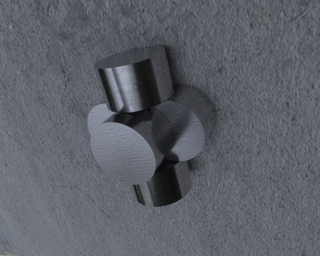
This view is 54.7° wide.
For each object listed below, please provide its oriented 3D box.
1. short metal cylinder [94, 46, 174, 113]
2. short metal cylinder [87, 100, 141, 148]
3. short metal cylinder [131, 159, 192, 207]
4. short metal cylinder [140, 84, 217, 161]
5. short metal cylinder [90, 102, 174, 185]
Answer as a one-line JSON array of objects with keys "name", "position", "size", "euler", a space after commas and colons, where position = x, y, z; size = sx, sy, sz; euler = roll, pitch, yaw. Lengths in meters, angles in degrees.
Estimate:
[{"name": "short metal cylinder", "position": [-0.028, -0.057, 0.351], "size": [0.080, 0.080, 0.050], "euler": [0, 118, 28]}, {"name": "short metal cylinder", "position": [-0.048, -0.007, 0.411], "size": [0.080, 0.050, 0.079], "euler": [13, 124, 20]}, {"name": "short metal cylinder", "position": [-0.002, 0.058, 0.408], "size": [0.080, 0.080, 0.050], "euler": [0, 119, 27]}, {"name": "short metal cylinder", "position": [0.023, -0.007, 0.374], "size": [0.080, 0.050, 0.079], "euler": [13, 124, 20]}, {"name": "short metal cylinder", "position": [-0.031, 0.017, 0.352], "size": [0.080, 0.050, 0.079], "euler": [13, 124, 20]}]
